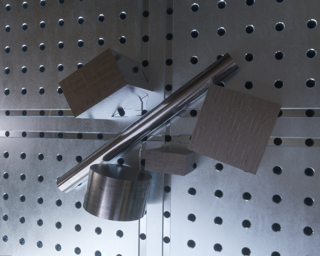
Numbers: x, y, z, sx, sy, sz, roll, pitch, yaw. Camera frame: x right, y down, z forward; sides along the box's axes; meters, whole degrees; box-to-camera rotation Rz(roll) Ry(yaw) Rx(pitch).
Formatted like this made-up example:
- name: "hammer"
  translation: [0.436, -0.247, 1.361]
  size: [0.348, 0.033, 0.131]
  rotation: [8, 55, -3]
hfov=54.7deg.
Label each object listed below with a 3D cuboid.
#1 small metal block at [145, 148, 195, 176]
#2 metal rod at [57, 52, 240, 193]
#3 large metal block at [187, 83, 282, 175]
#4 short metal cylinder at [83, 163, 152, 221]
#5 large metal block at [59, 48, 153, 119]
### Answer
- name: "small metal block"
  translation: [0.014, 0.042, 0.394]
  size: [0.050, 0.050, 0.025]
  rotation: [6, 92, 19]
- name: "metal rod"
  translation: [-0.027, 0.001, 0.420]
  size: [0.300, 0.025, 0.025]
  rotation: [-36, 79, 16]
- name: "large metal block"
  translation: [0.088, 0.000, 0.365]
  size: [0.080, 0.050, 0.080]
  rotation: [20, 97, 18]
- name: "short metal cylinder"
  translation: [-0.055, 0.081, 0.401]
  size: [0.080, 0.080, 0.050]
  rotation: [12, 94, 19]
- name: "large metal block"
  translation: [-0.068, -0.053, 0.407]
  size: [0.080, 0.080, 0.050]
  rotation: [-30, 81, 17]
